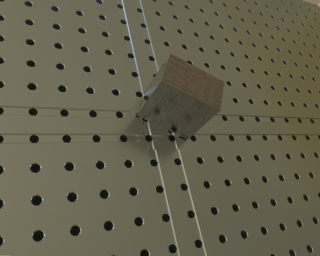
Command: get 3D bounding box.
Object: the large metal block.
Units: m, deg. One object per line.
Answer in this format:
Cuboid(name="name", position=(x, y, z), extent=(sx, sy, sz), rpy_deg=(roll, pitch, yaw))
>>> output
Cuboid(name="large metal block", position=(0.026, -0.038, 0.410), extent=(0.080, 0.080, 0.050), rpy_deg=(25, 53, -13))
